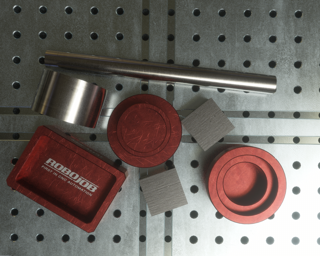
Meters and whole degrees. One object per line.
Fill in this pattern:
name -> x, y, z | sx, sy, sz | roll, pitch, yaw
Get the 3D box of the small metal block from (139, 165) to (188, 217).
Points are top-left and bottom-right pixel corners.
small metal block -> 0.005, 0.083, 0.413 | 0.050, 0.025, 0.050 | -19, 90, 0

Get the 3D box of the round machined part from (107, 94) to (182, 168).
round machined part -> -0.020, 0.003, 0.404 | 0.099, 0.042, 0.097 | 0, 87, 0

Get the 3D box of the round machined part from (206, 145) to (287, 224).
round machined part -> 0.109, 0.071, 0.406 | 0.099, 0.042, 0.097 | 0, 90, 0

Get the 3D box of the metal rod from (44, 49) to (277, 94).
metal rod -> 0.001, -0.075, 0.413 | 0.302, 0.025, 0.025 | 7, 90, 0

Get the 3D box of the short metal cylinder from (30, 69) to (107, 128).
short metal cylinder -> -0.111, -0.035, 0.385 | 0.080, 0.080, 0.050 | 18, 90, 0

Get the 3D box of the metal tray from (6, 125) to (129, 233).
metal tray -> -0.120, 0.065, 0.409 | 0.130, 0.030, 0.090 | 31, 90, 0

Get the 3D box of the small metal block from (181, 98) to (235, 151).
small metal block -> 0.062, -0.005, 0.414 | 0.050, 0.025, 0.050 | -38, 90, 0
